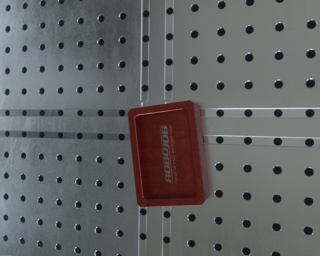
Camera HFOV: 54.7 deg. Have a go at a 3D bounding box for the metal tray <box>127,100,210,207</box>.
[{"bbox_3d":[0.011,0.034,0.405,0.090,0.030,0.129,-7,88,19],"label":"metal tray"}]
